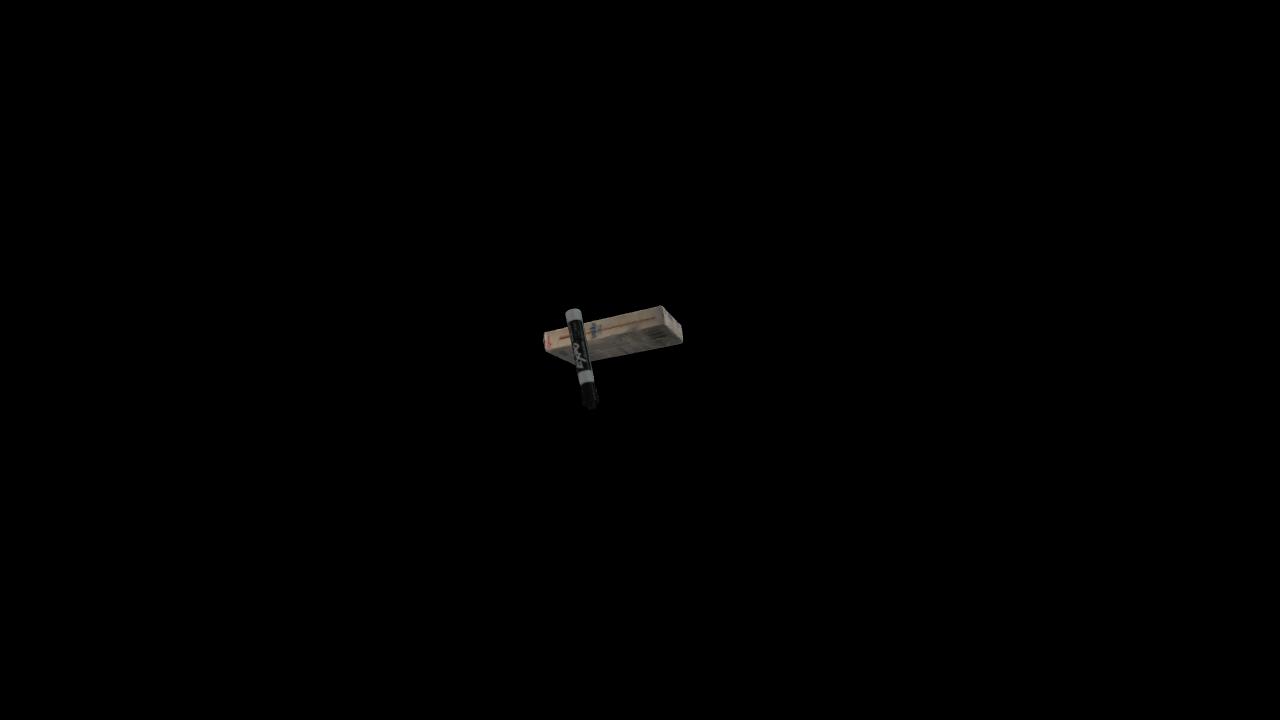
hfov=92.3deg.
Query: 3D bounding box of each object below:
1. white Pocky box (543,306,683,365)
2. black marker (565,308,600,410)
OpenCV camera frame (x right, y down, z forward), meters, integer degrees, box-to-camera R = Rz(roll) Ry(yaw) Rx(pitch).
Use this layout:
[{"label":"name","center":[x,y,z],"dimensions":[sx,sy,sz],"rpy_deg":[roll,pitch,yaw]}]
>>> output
[{"label":"white Pocky box","center":[-0.031,-0.027,0.755],"dimensions":[0.154,0.028,0.084],"rpy_deg":[-11,-16,17]},{"label":"black marker","center":[-0.065,-0.001,0.689],"dimensions":[0.020,0.121,0.020],"rpy_deg":[-11,-23,-5]}]
